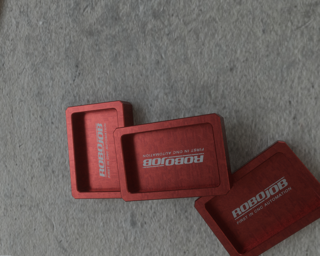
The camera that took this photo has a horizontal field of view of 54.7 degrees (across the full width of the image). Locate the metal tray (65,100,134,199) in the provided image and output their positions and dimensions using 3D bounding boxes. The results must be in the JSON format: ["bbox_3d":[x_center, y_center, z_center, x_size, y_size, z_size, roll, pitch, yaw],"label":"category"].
[{"bbox_3d":[-0.081,0.031,0.433,0.090,0.030,0.129,-5,88,19],"label":"metal tray"}]

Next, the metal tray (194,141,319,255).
[{"bbox_3d":[0.118,0.087,0.364,0.130,0.030,0.090,-40,78,15],"label":"metal tray"}]

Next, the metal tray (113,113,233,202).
[{"bbox_3d":[0.014,0.036,0.368,0.130,0.030,0.089,-8,87,19],"label":"metal tray"}]
